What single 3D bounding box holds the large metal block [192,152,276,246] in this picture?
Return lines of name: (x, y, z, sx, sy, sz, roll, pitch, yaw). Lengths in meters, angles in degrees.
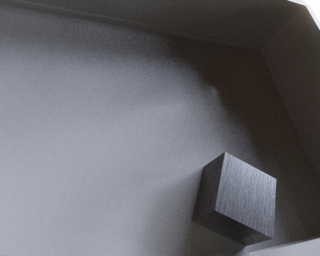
large metal block: (0.095, 0.089, 0.388, 0.080, 0.050, 0.080, 28, 52, -11)
